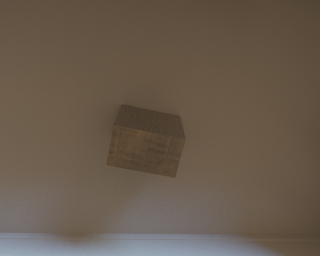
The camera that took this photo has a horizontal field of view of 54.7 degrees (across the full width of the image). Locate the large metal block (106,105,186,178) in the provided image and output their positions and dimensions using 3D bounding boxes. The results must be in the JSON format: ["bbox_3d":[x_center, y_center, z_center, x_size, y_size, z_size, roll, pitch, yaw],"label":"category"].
[{"bbox_3d":[-0.017,0.013,0.384,0.081,0.080,0.050,11,110,-5],"label":"large metal block"}]
